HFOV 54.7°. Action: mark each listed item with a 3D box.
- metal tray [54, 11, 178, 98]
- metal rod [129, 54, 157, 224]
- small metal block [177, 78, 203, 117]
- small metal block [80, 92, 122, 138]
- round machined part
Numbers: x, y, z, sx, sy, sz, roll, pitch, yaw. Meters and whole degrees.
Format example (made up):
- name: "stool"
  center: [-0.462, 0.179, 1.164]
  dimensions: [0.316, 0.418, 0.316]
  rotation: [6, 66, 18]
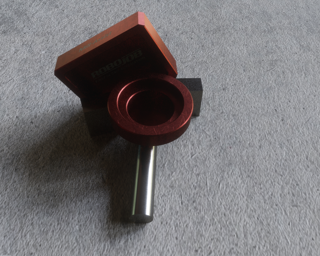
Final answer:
- name: "metal tray"
  center: [-0.055, -0.078, 0.397]
  dimensions: [0.130, 0.090, 0.030]
  rotation: [-23, 46, 19]
- name: "metal rod"
  center: [-0.014, -0.019, 0.421]
  dimensions: [0.025, 0.025, 0.300]
  rotation: [2, 50, 1]
- name: "small metal block"
  center: [0.030, -0.041, 0.423]
  dimensions: [0.050, 0.050, 0.025]
  rotation: [-1, 50, -2]
- name: "small metal block"
  center: [-0.072, -0.018, 0.402]
  dimensions: [0.050, 0.050, 0.025]
  rotation: [-15, 52, -13]
- name: "round machined part"
  center: [-0.011, -0.018, 0.373]
  dimensions: [0.099, 0.042, 0.098]
  rotation: [2, 53, -2]
